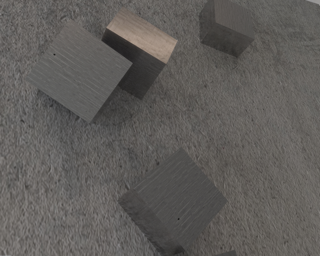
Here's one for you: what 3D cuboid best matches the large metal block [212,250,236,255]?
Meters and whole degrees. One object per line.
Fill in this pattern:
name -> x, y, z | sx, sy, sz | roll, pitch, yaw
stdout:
large metal block -> 0.041, 0.167, 0.289 | 0.050, 0.080, 0.080 | -3, 63, -30

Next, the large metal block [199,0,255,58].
large metal block -> 0.120, -0.186, 0.566 | 0.081, 0.050, 0.080 | 16, 55, -19

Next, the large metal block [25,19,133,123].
large metal block -> -0.088, -0.061, 0.354 | 0.080, 0.050, 0.080 | 35, 87, -5

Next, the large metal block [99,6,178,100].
large metal block -> -0.036, -0.095, 0.407 | 0.080, 0.080, 0.050 | 30, 52, -10

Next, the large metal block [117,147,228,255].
large metal block -> 0.014, 0.081, 0.345 | 0.080, 0.050, 0.081 | 49, 51, 6
